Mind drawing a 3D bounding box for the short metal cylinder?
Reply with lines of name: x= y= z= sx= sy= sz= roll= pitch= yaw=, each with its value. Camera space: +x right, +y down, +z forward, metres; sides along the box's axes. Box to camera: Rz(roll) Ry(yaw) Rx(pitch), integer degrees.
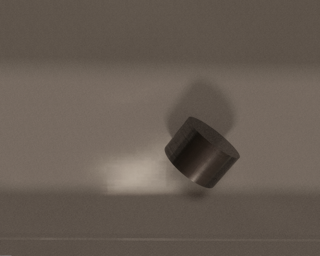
short metal cylinder: x=0.053 y=0.030 z=0.394 sx=0.080 sy=0.080 sz=0.050 roll=33 pitch=107 yaw=-12
